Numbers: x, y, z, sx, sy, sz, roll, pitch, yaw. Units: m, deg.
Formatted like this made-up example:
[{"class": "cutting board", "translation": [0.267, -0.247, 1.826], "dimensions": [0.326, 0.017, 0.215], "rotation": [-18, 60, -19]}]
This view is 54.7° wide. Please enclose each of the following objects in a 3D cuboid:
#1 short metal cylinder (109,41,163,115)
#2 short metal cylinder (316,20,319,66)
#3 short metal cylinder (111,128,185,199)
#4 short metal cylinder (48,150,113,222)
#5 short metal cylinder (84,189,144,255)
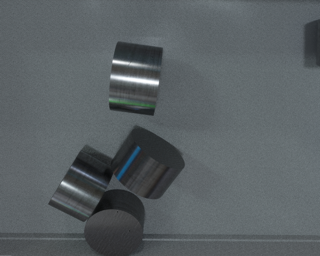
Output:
[{"class": "short metal cylinder", "translation": [-0.027, -0.057, 0.361], "dimensions": [0.050, 0.080, 0.079], "rotation": [7, 110, -3]}, {"class": "short metal cylinder", "translation": [0.220, -0.100, 0.347], "dimensions": [0.080, 0.080, 0.050], "rotation": [-8, 110, 3]}, {"class": "short metal cylinder", "translation": [-0.015, 0.045, 0.398], "dimensions": [0.080, 0.080, 0.050], "rotation": [32, 107, -11]}, {"class": "short metal cylinder", "translation": [-0.103, 0.075, 0.409], "dimensions": [0.050, 0.080, 0.080], "rotation": [31, 107, -11]}, {"class": "short metal cylinder", "translation": [-0.064, 0.136, 0.448], "dimensions": [0.081, 0.050, 0.079], "rotation": [0, 110, 0]}]
